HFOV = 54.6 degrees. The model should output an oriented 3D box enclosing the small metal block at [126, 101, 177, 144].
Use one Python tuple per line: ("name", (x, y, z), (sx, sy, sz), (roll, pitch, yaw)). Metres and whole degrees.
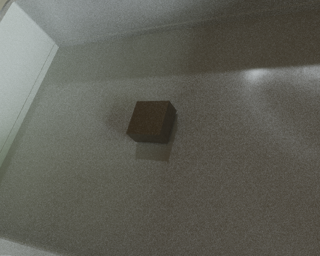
("small metal block", (-0.011, -0.008, 0.413), (0.050, 0.025, 0.050), (2, 63, 29))
